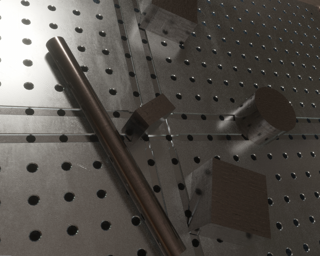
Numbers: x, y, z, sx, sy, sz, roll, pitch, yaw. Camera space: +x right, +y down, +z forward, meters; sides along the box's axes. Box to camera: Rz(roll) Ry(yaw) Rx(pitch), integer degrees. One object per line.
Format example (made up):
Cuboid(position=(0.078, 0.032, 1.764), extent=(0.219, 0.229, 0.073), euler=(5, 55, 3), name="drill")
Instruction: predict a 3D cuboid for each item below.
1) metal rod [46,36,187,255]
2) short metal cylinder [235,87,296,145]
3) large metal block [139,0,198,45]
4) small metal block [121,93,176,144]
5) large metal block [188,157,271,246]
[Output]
Cuboid(position=(-0.059, 0.013, 0.369), extent=(0.025, 0.025, 0.299), euler=(-22, 74, -36), name="metal rod")
Cuboid(position=(0.169, -0.019, 0.497), extent=(0.081, 0.050, 0.080), euler=(14, 56, -21), name="short metal cylinder")
Cuboid(position=(0.016, -0.199, 0.524), extent=(0.081, 0.050, 0.080), euler=(17, 55, -19), name="large metal block")
Cuboid(position=(-0.015, -0.011, 0.393), extent=(0.025, 0.050, 0.050), euler=(50, 51, 6), name="small metal block")
Cuboid(position=(0.085, 0.093, 0.383), extent=(0.080, 0.050, 0.080), euler=(20, 54, -17), name="large metal block")
